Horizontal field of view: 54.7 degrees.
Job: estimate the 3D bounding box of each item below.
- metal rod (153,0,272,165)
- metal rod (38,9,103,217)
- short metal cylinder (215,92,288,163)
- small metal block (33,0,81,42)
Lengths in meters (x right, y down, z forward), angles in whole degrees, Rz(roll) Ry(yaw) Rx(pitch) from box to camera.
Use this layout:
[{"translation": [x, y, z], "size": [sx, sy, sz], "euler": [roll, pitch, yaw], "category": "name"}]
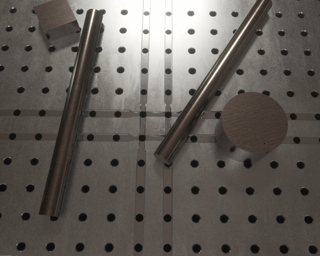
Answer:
[{"translation": [0.083, -0.078, 0.441], "size": [0.025, 0.025, 0.300], "euler": [31, 73, 10], "category": "metal rod"}, {"translation": [-0.116, -0.034, 0.422], "size": [0.025, 0.025, 0.299], "euler": [6, 70, 2], "category": "metal rod"}, {"translation": [0.115, 0.000, 0.400], "size": [0.081, 0.050, 0.080], "euler": [0, 70, 0], "category": "short metal cylinder"}, {"translation": [-0.156, -0.166, 0.470], "size": [0.050, 0.025, 0.050], "euler": [-25, 72, -9], "category": "small metal block"}]
